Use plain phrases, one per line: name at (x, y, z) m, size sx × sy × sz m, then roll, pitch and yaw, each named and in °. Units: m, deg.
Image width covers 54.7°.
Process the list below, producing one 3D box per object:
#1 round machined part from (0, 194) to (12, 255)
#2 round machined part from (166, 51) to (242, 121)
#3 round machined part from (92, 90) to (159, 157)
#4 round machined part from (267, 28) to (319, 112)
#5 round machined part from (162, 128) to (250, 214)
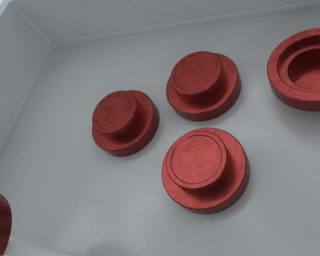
round machined part at (-0.189, 0.099, 0.280) m, size 0.098 × 0.042 × 0.098 m, roll -13°, pitch 56°, yaw 20°
round machined part at (0.052, -0.061, 0.404) m, size 0.098 × 0.042 × 0.098 m, roll -13°, pitch 56°, yaw 20°
round machined part at (-0.054, -0.013, 0.429) m, size 0.098 × 0.042 × 0.098 m, roll -13°, pitch 56°, yaw 20°
round machined part at (0.172, -0.059, 0.341) m, size 0.098 × 0.042 × 0.098 m, roll -13°, pitch 56°, yaw 20°
round machined part at (0.046, 0.042, 0.344) m, size 0.098 × 0.042 × 0.098 m, roll -13°, pitch 56°, yaw 20°
